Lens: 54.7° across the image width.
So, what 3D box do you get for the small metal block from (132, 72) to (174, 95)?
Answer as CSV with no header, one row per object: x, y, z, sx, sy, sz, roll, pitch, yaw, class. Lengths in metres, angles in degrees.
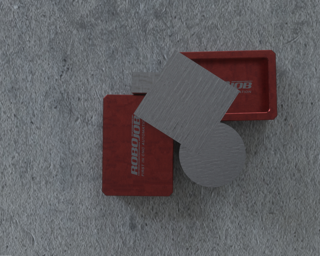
-0.009,-0.055,0.399,0.050,0.050,0.025,1,90,0,small metal block

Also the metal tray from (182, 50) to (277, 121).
0.084,-0.054,0.409,0.131,0.030,0.089,-2,90,0,metal tray

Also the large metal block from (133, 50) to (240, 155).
0.028,-0.027,0.347,0.080,0.050,0.080,33,90,0,large metal block

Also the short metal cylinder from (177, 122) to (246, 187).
0.064,0.032,0.399,0.080,0.050,0.080,0,90,0,short metal cylinder

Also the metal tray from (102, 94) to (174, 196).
-0.028,0.022,0.409,0.091,0.030,0.129,1,90,0,metal tray
